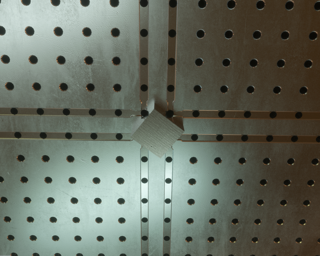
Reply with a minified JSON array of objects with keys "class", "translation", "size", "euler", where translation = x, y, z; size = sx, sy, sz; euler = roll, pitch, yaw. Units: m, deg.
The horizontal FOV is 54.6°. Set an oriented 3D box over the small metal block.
[{"class":"small metal block","translation":[-0.003,0.004,0.415],"size":[0.050,0.025,0.050],"euler":[37,106,-13]}]
